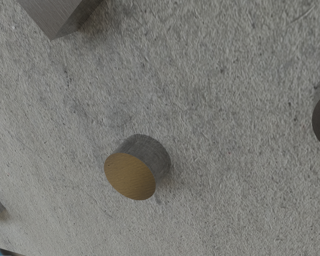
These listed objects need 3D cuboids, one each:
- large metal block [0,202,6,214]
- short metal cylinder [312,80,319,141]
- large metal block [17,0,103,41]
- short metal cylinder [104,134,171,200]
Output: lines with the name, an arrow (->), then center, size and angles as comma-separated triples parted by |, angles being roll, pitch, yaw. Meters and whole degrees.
large metal block -> -0.427, 0.186, 0.731 | 0.080, 0.050, 0.080 | -28, 103, 37
short metal cylinder -> 0.184, -0.018, 0.283 | 0.080, 0.050, 0.079 | 13, 124, 21
large metal block -> -0.116, -0.161, 0.352 | 0.080, 0.050, 0.080 | -32, 101, 38
short metal cylinder -> -0.032, 0.056, 0.442 | 0.080, 0.050, 0.079 | 13, 124, 21
